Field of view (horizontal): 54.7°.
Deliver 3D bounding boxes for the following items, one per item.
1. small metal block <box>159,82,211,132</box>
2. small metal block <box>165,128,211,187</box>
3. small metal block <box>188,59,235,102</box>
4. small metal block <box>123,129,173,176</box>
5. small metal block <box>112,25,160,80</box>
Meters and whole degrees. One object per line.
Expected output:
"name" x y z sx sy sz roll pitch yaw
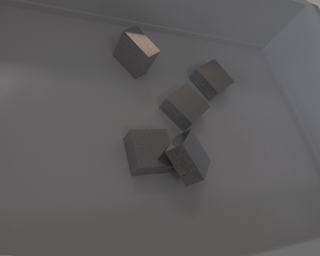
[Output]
"small metal block" 0.036 -0.030 0.443 0.050 0.025 0.050 46 51 3
"small metal block" 0.036 0.035 0.382 0.050 0.025 0.050 58 26 -9
"small metal block" 0.083 -0.077 0.497 0.050 0.025 0.050 -33 80 -38
"small metal block" -0.013 0.029 0.381 0.050 0.025 0.050 -1 62 -29
"small metal block" -0.034 -0.105 0.435 0.050 0.050 0.025 48 51 5
